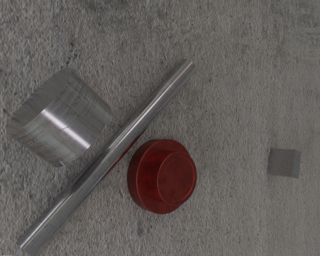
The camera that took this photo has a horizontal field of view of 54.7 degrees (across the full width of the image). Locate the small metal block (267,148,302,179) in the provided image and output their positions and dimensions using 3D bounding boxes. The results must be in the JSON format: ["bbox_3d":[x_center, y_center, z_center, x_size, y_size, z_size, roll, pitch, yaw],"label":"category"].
[{"bbox_3d":[0.234,0.066,0.585,0.025,0.050,0.050,18,79,-39],"label":"small metal block"}]

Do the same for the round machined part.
[{"bbox_3d":[0.010,0.063,0.402,0.099,0.042,0.097,0,90,-40],"label":"round machined part"}]

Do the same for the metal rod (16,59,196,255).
[{"bbox_3d":[-0.044,0.015,0.367,0.301,0.025,0.025,-51,120,-28],"label":"metal rod"}]

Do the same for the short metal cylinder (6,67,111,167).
[{"bbox_3d":[-0.094,-0.010,0.290,0.050,0.080,0.080,47,62,-30],"label":"short metal cylinder"}]
